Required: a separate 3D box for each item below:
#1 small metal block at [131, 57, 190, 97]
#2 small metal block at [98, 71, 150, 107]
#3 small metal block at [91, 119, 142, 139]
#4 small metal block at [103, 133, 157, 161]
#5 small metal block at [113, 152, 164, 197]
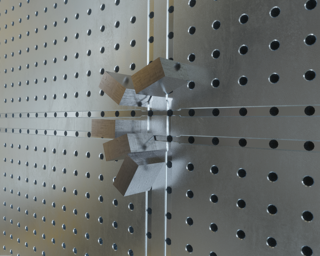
[{"bbox_3d":[0.001,-0.063,0.393,0.050,0.050,0.025,-26,74,37],"label":"small metal block"},{"bbox_3d":[-0.048,-0.054,0.434,0.050,0.050,0.025,41,115,32],"label":"small metal block"},{"bbox_3d":[-0.062,0.000,0.446,0.050,0.050,0.025,3,92,40],"label":"small metal block"},{"bbox_3d":[-0.042,0.026,0.429,0.050,0.050,0.025,-22,76,38],"label":"small metal block"},{"bbox_3d":[-0.028,0.061,0.418,0.025,0.050,0.050,40,114,33],"label":"small metal block"}]
